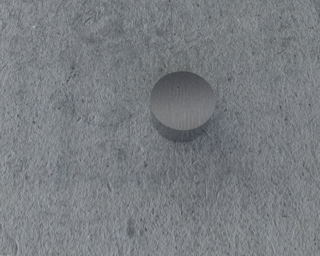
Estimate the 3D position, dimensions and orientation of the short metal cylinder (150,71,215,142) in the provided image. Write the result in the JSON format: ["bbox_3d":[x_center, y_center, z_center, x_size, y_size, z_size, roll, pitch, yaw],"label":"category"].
[{"bbox_3d":[0.028,-0.026,0.405,0.080,0.050,0.080,0,70,0],"label":"short metal cylinder"}]
